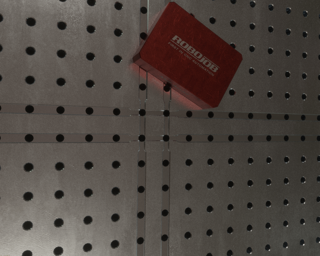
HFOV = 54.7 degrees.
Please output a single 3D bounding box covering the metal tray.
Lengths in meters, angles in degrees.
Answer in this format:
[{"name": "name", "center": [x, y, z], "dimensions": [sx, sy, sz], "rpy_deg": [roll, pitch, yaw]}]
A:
[{"name": "metal tray", "center": [0.041, -0.096, 0.426], "dimensions": [0.130, 0.030, 0.090], "rpy_deg": [32, 79, -18]}]
